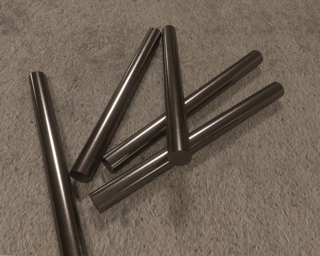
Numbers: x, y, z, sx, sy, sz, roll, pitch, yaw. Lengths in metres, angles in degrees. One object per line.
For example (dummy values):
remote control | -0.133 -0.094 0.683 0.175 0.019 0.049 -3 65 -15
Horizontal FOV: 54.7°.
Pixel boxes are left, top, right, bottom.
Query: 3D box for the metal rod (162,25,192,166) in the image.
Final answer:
metal rod | 0.018 -0.069 0.436 0.025 0.025 0.300 -1 42 -1

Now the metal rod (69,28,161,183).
metal rod | -0.050 -0.054 0.447 0.025 0.025 0.300 13 51 10

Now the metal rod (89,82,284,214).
metal rod | 0.050 0.013 0.392 0.302 0.025 0.025 -30 56 -23

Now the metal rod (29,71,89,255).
metal rod | -0.129 0.032 0.374 0.025 0.025 0.300 -16 52 -14

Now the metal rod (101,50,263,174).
metal rod | 0.047 -0.035 0.433 0.302 0.025 0.025 -36 59 -27
